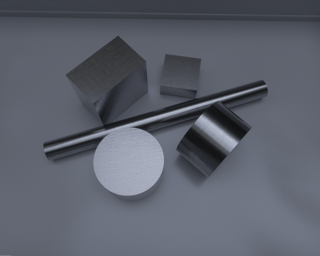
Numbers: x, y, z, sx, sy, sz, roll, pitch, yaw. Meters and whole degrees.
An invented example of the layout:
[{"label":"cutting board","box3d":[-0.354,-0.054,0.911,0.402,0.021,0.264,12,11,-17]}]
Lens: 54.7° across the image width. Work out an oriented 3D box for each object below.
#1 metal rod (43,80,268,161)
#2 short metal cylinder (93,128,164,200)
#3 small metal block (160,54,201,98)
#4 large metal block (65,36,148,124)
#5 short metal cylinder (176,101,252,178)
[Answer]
[{"label":"metal rod","box3d":[0.000,-0.013,0.413,0.302,0.025,0.025,-16,71,-7]},{"label":"short metal cylinder","box3d":[-0.036,0.045,0.377,0.081,0.050,0.080,0,70,0]},{"label":"small metal block","box3d":[0.029,-0.073,0.435,0.050,0.025,0.050,8,70,2]},{"label":"large metal block","box3d":[-0.063,-0.057,0.400,0.080,0.080,0.050,-42,76,-14]},{"label":"short metal cylinder","box3d":[0.065,0.014,0.375,0.050,0.080,0.080,41,75,13]}]
